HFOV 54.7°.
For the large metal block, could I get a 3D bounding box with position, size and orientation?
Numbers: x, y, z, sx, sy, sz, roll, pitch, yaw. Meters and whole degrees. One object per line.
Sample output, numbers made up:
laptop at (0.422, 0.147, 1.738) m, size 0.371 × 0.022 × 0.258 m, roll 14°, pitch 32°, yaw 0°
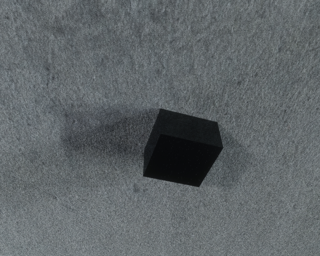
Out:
large metal block at (0.027, 0.028, 0.415) m, size 0.081 × 0.050 × 0.079 m, roll 13°, pitch 129°, yaw -12°
